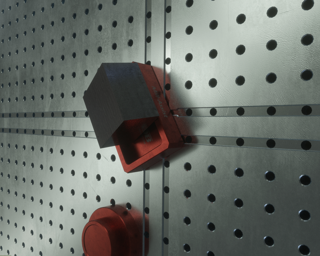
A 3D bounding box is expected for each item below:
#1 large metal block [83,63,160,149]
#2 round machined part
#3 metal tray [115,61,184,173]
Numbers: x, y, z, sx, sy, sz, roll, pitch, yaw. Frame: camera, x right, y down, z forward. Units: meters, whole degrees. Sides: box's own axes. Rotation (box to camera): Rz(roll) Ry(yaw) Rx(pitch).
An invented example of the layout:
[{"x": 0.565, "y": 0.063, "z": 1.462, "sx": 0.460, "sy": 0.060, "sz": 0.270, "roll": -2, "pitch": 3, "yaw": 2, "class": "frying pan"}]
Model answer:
[{"x": -0.054, "y": -0.029, "z": 0.406, "sx": 0.080, "sy": 0.050, "sz": 0.080, "roll": -43, "pitch": 63, "yaw": 49, "class": "large metal block"}, {"x": -0.079, "y": 0.168, "z": 0.461, "sx": 0.098, "sy": 0.042, "sz": 0.097, "roll": 0, "pitch": 90, "yaw": 39, "class": "round machined part"}, {"x": -0.031, "y": -0.014, "z": 0.429, "sx": 0.090, "sy": 0.030, "sz": 0.130, "roll": -34, "pitch": 69, "yaw": 34, "class": "metal tray"}]
